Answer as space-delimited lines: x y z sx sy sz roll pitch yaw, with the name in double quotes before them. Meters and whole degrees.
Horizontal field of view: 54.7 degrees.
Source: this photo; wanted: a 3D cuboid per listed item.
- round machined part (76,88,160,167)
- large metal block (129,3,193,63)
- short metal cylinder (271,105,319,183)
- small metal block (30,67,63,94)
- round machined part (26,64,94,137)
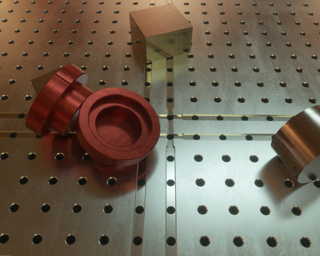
"round machined part" -0.053 0.002 0.380 0.099 0.042 0.098 11 58 -18
"large metal block" 0.000 -0.163 0.528 0.081 0.050 0.080 -17 52 -14
"short metal cylinder" 0.178 0.019 0.357 0.081 0.080 0.050 -18 52 -14
"small metal block" -0.152 -0.058 0.455 0.050 0.025 0.050 -31 57 -24
"round machined part" -0.119 -0.029 0.390 0.042 0.097 0.098 34 54 -5
